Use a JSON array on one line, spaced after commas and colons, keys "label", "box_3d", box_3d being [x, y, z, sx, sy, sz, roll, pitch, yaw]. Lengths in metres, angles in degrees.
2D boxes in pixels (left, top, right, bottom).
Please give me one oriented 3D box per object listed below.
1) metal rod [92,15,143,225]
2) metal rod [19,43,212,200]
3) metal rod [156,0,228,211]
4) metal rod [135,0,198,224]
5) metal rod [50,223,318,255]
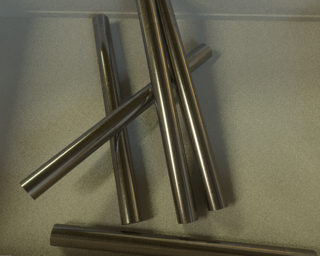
[{"label": "metal rod", "box_3d": [-0.061, -0.025, 0.417, 0.025, 0.025, 0.299, -10, 70, -4]}, {"label": "metal rod", "box_3d": [-0.039, -0.022, 0.393, 0.025, 0.025, 0.301, 43, 66, 14]}, {"label": "metal rod", "box_3d": [0.033, -0.046, 0.396, 0.025, 0.025, 0.298, -14, 82, -5]}, {"label": "metal rod", "box_3d": [0.006, -0.035, 0.385, 0.025, 0.025, 0.298, -10, 84, -4]}, {"label": "metal rod", "box_3d": [0.026, 0.139, 0.359, 0.302, 0.025, 0.025, 5, 70, 1]}]
